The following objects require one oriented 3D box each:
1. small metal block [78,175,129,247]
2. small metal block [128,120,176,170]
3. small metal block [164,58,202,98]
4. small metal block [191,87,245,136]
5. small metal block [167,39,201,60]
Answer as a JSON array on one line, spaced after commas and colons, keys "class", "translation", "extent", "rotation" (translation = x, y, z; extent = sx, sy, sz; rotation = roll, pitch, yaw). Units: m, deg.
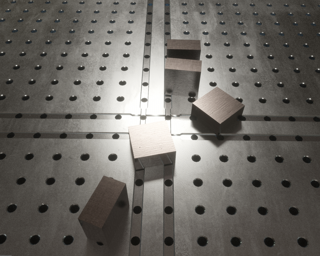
[{"class": "small metal block", "translation": [-0.055, 0.086, 0.319], "extent": [0.025, 0.050, 0.050], "rotation": [17, 52, 14]}, {"class": "small metal block", "translation": [-0.011, 0.021, 0.390], "extent": [0.050, 0.025, 0.050], "rotation": [-9, 51, -8]}, {"class": "small metal block", "translation": [0.033, -0.073, 0.453], "extent": [0.050, 0.050, 0.025], "rotation": [6, 51, 4]}, {"class": "small metal block", "translation": [0.079, -0.024, 0.429], "extent": [0.050, 0.025, 0.050], "rotation": [-34, 58, -26]}, {"class": "small metal block", "translation": [0.036, -0.110, 0.484], "extent": [0.050, 0.050, 0.025], "rotation": [2, 50, 1]}]
